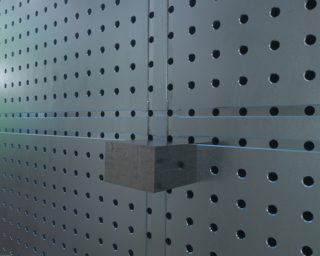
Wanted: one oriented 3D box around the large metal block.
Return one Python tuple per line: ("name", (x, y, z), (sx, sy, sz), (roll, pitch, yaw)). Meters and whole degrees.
("large metal block", (-0.011, 0.042, 0.383), (0.080, 0.081, 0.050), (3, 92, 40))
